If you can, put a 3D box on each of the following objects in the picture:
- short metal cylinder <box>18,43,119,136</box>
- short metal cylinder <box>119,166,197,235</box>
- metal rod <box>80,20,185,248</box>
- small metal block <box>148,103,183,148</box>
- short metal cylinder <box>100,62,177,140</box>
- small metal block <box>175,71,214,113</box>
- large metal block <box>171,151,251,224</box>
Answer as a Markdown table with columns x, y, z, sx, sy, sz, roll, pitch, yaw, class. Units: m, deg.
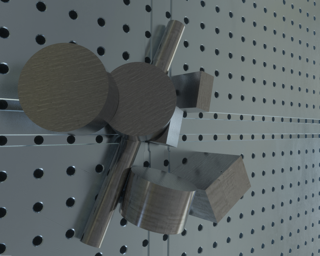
| x | y | z | sx | sy | sz | roll | pitch | yaw | class |
| --- | --- | --- | --- | --- | --- | --- | --- | --- | --- |
| -0.084 | -0.034 | 0.296 | 0.080 | 0.050 | 0.080 | 0 | 84 | 2 | short metal cylinder |
| -0.002 | 0.083 | 0.365 | 0.081 | 0.080 | 0.050 | 14 | 95 | -39 | short metal cylinder |
| -0.027 | -0.006 | 0.385 | 0.025 | 0.025 | 0.299 | 32 | 70 | -36 | metal rod |
| 0.008 | -0.003 | 0.400 | 0.050 | 0.025 | 0.050 | 27 | 72 | -70 | small metal block |
| -0.024 | -0.027 | 0.347 | 0.081 | 0.050 | 0.080 | 1 | 81 | -3 | short metal cylinder |
| 0.044 | -0.048 | 0.430 | 0.025 | 0.050 | 0.050 | 16 | 80 | -39 | small metal block |
| 0.064 | 0.077 | 0.427 | 0.081 | 0.080 | 0.050 | -34 | 112 | -35 | large metal block |
